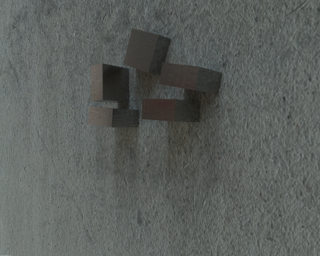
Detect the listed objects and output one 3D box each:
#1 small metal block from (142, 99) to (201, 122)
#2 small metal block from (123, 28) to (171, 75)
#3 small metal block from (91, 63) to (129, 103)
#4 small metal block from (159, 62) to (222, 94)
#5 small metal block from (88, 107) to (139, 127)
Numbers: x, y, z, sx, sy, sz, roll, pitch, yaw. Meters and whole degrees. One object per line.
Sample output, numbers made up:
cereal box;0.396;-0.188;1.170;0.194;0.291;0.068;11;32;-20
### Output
small metal block;0.014;-0.021;0.377;0.050;0.050;0.025;5;94;40
small metal block;-0.018;-0.103;0.420;0.050;0.025;0.050;26;106;37
small metal block;-0.071;-0.063;0.448;0.025;0.050;0.050;-1;90;40
small metal block;0.036;-0.058;0.359;0.050;0.050;0.025;16;101;39
small metal block;-0.066;-0.016;0.443;0.050;0.050;0.025;7;95;40
